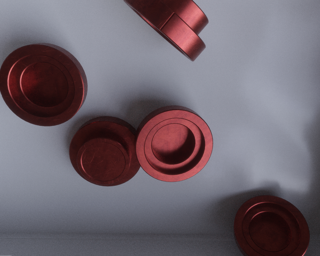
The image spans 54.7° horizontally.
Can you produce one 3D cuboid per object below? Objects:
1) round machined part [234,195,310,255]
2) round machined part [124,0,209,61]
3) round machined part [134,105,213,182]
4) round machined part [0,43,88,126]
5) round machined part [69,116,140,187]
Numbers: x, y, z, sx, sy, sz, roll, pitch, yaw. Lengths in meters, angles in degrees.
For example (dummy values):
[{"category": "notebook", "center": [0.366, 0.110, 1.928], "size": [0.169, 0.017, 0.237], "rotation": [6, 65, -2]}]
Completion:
[{"category": "round machined part", "center": [0.155, 0.149, 0.439], "size": [0.099, 0.098, 0.042], "rotation": [-10, 144, 3]}, {"category": "round machined part", "center": [0.013, -0.119, 0.329], "size": [0.098, 0.098, 0.042], "rotation": [39, 101, -13]}, {"category": "round machined part", "center": [0.016, 0.017, 0.404], "size": [0.099, 0.042, 0.097], "rotation": [-3, 108, -8]}, {"category": "round machined part", "center": [-0.138, -0.055, 0.380], "size": [0.099, 0.042, 0.097], "rotation": [0, 110, -1]}, {"category": "round machined part", "center": [-0.073, 0.037, 0.415], "size": [0.099, 0.042, 0.097], "rotation": [0, 110, -1]}]
